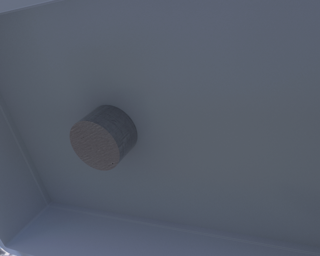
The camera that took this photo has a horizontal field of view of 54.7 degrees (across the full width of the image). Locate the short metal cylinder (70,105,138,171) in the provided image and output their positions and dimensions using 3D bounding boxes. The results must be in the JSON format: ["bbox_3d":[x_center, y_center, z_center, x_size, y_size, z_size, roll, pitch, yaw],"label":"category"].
[{"bbox_3d":[-0.080,0.014,0.441,0.080,0.050,0.079,13,124,20],"label":"short metal cylinder"}]
